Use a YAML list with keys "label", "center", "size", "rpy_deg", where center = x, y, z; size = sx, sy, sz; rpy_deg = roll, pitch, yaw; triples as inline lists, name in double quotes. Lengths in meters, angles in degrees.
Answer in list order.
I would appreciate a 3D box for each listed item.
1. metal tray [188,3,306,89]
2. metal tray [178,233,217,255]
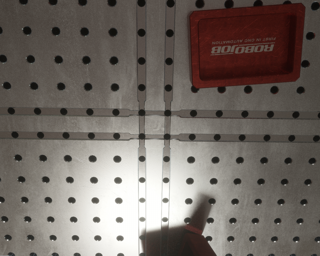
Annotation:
- label: "metal tray"
  center: [0.101, -0.099, 0.375]
  size: [0.131, 0.030, 0.089]
  rpy_deg: [-4, 110, 1]
- label: "metal tray"
  center: [0.045, 0.235, 0.452]
  size: [0.030, 0.090, 0.129]
  rpy_deg: [15, 100, -18]
